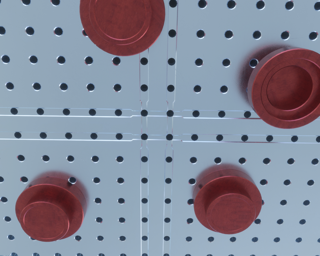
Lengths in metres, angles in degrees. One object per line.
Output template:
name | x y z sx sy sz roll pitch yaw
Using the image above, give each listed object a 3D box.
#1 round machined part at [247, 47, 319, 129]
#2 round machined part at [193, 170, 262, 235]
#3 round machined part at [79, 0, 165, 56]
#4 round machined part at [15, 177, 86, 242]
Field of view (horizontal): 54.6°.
round machined part | 0.158 -0.051 0.386 0.099 0.042 0.097 0 110 0
round machined part | 0.098 0.113 0.446 0.099 0.042 0.097 0 110 0
round machined part | -0.043 -0.132 0.355 0.099 0.042 0.097 0 110 0
round machined part | -0.160 0.124 0.449 0.099 0.042 0.097 0 110 0
